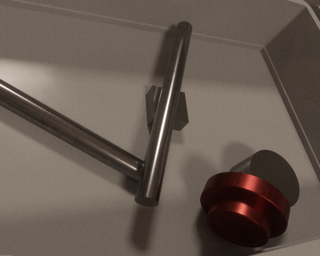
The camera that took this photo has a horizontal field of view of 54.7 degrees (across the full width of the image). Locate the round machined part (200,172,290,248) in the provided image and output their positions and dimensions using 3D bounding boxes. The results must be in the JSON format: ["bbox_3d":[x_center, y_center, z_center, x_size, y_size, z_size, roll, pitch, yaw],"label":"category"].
[{"bbox_3d":[0.092,0.098,0.351,0.098,0.097,0.042,36,51,-5],"label":"round machined part"}]

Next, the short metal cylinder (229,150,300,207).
[{"bbox_3d":[0.139,0.076,0.420,0.081,0.050,0.080,14,56,-21],"label":"short metal cylinder"}]

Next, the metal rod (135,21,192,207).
[{"bbox_3d":[0.013,-0.042,0.407,0.025,0.025,0.300,24,52,-14],"label":"metal rod"}]

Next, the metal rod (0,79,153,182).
[{"bbox_3d":[-0.135,-0.016,0.343,0.301,0.025,0.025,31,52,-9],"label":"metal rod"}]

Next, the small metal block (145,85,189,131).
[{"bbox_3d":[0.009,-0.027,0.429,0.050,0.025,0.050,9,58,-24],"label":"small metal block"}]
